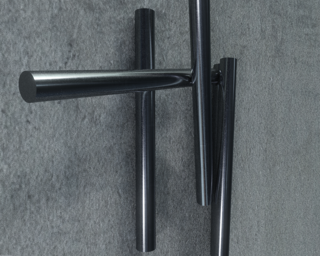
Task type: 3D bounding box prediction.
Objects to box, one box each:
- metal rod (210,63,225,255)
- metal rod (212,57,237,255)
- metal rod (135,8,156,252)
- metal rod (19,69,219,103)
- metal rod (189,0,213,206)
[{"bbox_3d":[0.094,0.050,0.486,0.025,0.025,0.298,2,89,-40],"label":"metal rod"},{"bbox_3d":[0.096,0.046,0.460,0.025,0.025,0.298,3,89,-40],"label":"metal rod"},{"bbox_3d":[-0.018,0.003,0.391,0.025,0.025,0.298,-1,91,-40],"label":"metal rod"},{"bbox_3d":[-0.011,-0.055,0.357,0.302,0.025,0.025,-15,100,-51],"label":"metal rod"},{"bbox_3d":[0.056,-0.029,0.412,0.025,0.025,0.298,-22,117,-38],"label":"metal rod"}]
